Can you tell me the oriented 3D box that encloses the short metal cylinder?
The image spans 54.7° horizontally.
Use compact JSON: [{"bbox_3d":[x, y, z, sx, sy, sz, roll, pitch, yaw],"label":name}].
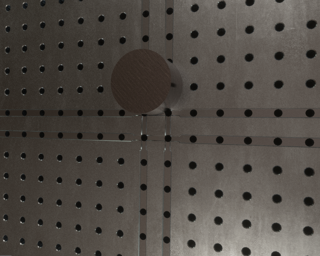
[{"bbox_3d":[-0.016,-0.058,0.404,0.080,0.050,0.079,0,90,19],"label":"short metal cylinder"}]
